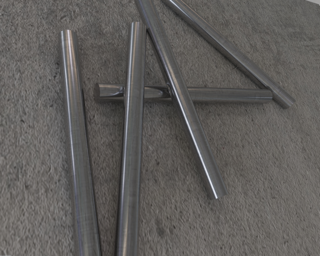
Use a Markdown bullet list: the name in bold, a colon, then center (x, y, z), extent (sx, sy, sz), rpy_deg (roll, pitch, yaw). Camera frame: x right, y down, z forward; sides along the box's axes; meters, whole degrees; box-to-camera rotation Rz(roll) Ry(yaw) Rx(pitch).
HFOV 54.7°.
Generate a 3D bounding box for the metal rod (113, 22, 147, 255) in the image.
- **metal rod**: center (-0.032, 0.001, 0.362), extent (0.025, 0.025, 0.299), rpy_deg (11, 64, -22)

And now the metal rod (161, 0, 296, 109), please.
- **metal rod**: center (0.121, -0.142, 0.554), extent (0.300, 0.025, 0.025), rpy_deg (41, 51, 0)

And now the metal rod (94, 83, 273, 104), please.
- **metal rod**: center (0.053, -0.049, 0.461), extent (0.303, 0.025, 0.025), rpy_deg (-2, 63, -29)

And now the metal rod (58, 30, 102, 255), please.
- **metal rod**: center (-0.092, 0.010, 0.347), extent (0.025, 0.025, 0.299), rpy_deg (2, 61, -28)

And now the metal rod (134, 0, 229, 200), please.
- **metal rod**: center (0.024, -0.052, 0.416), extent (0.025, 0.025, 0.299), rpy_deg (-14, 79, -34)
